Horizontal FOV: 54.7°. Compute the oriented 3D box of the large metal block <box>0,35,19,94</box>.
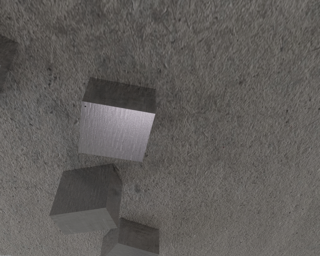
[{"bbox_3d":[-0.212,-0.068,0.331,0.080,0.050,0.080,25,126,-20],"label":"large metal block"}]

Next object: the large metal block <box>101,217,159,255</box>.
[{"bbox_3d":[-0.056,0.220,0.577,0.080,0.050,0.080,24,126,-19],"label":"large metal block"}]

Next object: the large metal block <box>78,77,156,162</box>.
[{"bbox_3d":[-0.053,-0.009,0.383,0.081,0.050,0.079,10,130,-8],"label":"large metal block"}]

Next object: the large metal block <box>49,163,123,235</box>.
[{"bbox_3d":[-0.105,0.104,0.459,0.080,0.080,0.050,-10,130,8],"label":"large metal block"}]
